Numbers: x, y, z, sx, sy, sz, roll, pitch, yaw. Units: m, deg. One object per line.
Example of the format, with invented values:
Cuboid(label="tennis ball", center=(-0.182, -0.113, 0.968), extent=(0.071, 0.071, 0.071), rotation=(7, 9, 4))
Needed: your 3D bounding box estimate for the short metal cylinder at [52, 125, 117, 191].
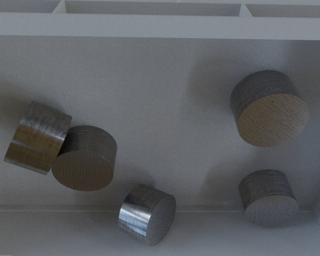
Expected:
Cuboid(label="short metal cylinder", center=(-0.102, 0.043, 0.428), extent=(0.081, 0.050, 0.079), rotation=(0, 130, 0))

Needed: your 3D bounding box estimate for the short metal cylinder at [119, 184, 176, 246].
Cuboid(label="short metal cylinder", center=(-0.018, 0.133, 0.476), extent=(0.050, 0.080, 0.080), rotation=(16, 138, 31))

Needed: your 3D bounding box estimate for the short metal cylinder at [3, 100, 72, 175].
Cuboid(label="short metal cylinder", center=(-0.149, 0.012, 0.381), extent=(0.050, 0.080, 0.080), rotation=(24, 126, -20))

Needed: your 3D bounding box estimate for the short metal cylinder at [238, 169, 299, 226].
Cuboid(label="short metal cylinder", center=(0.170, 0.111, 0.490), extent=(0.081, 0.050, 0.079), rotation=(0, 130, 0))

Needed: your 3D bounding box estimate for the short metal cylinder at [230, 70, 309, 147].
Cuboid(label="short metal cylinder", center=(0.130, -0.023, 0.376), extent=(0.081, 0.050, 0.079), rotation=(0, 130, 0))
